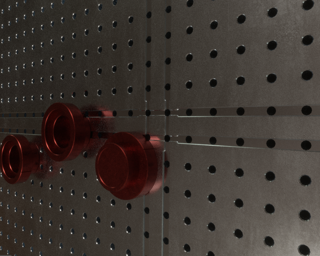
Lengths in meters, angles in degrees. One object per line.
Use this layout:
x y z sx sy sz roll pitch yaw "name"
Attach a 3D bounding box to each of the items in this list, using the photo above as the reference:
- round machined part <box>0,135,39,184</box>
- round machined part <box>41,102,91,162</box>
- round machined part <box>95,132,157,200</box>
-0.282 0.062 0.626 0.098 0.042 0.097 0 90 39 "round machined part"
-0.155 0.006 0.523 0.098 0.042 0.097 0 90 39 "round machined part"
-0.054 0.054 0.441 0.098 0.042 0.097 0 90 39 "round machined part"
